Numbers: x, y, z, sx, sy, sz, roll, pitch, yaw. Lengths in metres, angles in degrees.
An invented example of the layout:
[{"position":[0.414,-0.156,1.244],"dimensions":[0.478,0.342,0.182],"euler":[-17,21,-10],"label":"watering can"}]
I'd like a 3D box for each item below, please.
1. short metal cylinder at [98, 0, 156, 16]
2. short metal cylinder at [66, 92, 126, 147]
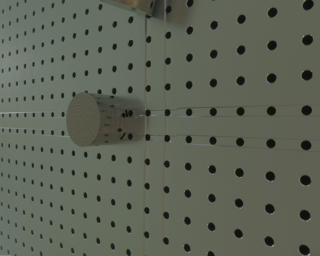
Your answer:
[{"position":[-0.042,-0.185,0.406],"dimensions":[0.080,0.081,0.050],"euler":[27,107,36],"label":"short metal cylinder"},{"position":[-0.097,-0.012,0.471],"dimensions":[0.080,0.050,0.079],"euler":[0,90,39],"label":"short metal cylinder"}]
